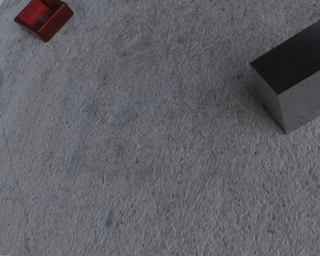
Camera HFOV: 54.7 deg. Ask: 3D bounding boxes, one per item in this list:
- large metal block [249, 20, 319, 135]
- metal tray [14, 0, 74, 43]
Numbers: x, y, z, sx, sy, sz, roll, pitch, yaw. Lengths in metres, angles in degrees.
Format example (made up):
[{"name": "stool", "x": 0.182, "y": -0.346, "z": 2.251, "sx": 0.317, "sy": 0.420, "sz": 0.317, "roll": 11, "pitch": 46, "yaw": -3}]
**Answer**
[{"name": "large metal block", "x": 0.149, "y": -0.049, "z": 0.321, "sx": 0.080, "sy": 0.080, "sz": 0.050, "roll": -32, "pitch": 52, "yaw": 8}, {"name": "metal tray", "x": -0.261, "y": -0.248, "z": 0.689, "sx": 0.130, "sy": 0.030, "sz": 0.090, "roll": 33, "pitch": 80, "yaw": 38}]
